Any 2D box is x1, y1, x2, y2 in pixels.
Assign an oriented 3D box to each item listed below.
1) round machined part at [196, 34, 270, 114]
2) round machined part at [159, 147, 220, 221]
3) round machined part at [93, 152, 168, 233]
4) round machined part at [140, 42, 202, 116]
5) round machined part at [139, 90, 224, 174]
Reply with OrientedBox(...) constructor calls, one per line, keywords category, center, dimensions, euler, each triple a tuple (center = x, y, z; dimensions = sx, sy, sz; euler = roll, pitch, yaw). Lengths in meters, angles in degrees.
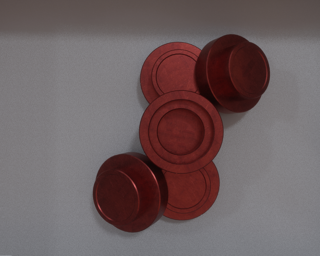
OrientedBox(category="round machined part", center=(0.096, -0.068, 0.381), dimensions=(0.099, 0.042, 0.097), euler=(2, 87, -31))
OrientedBox(category="round machined part", center=(0.029, 0.072, 0.402), dimensions=(0.099, 0.042, 0.097), euler=(0, 90, -1))
OrientedBox(category="round machined part", center=(-0.043, 0.081, 0.380), dimensions=(0.098, 0.042, 0.097), euler=(2, 95, 29))
OrientedBox(category="round machined part", center=(0.023, -0.063, 0.401), dimensions=(0.099, 0.042, 0.097), euler=(0, 90, -1))
OrientedBox(category="round machined part", center=(0.025, 0.005, 0.380), dimensions=(0.099, 0.042, 0.097), euler=(0, 90, -1))
